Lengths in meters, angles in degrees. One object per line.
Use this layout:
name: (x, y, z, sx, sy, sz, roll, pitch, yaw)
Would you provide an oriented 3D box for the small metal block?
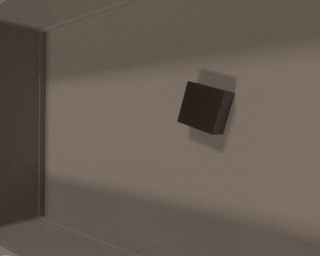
small metal block: (0.053, -0.024, 0.362, 0.050, 0.025, 0.050, 23, 104, 37)
